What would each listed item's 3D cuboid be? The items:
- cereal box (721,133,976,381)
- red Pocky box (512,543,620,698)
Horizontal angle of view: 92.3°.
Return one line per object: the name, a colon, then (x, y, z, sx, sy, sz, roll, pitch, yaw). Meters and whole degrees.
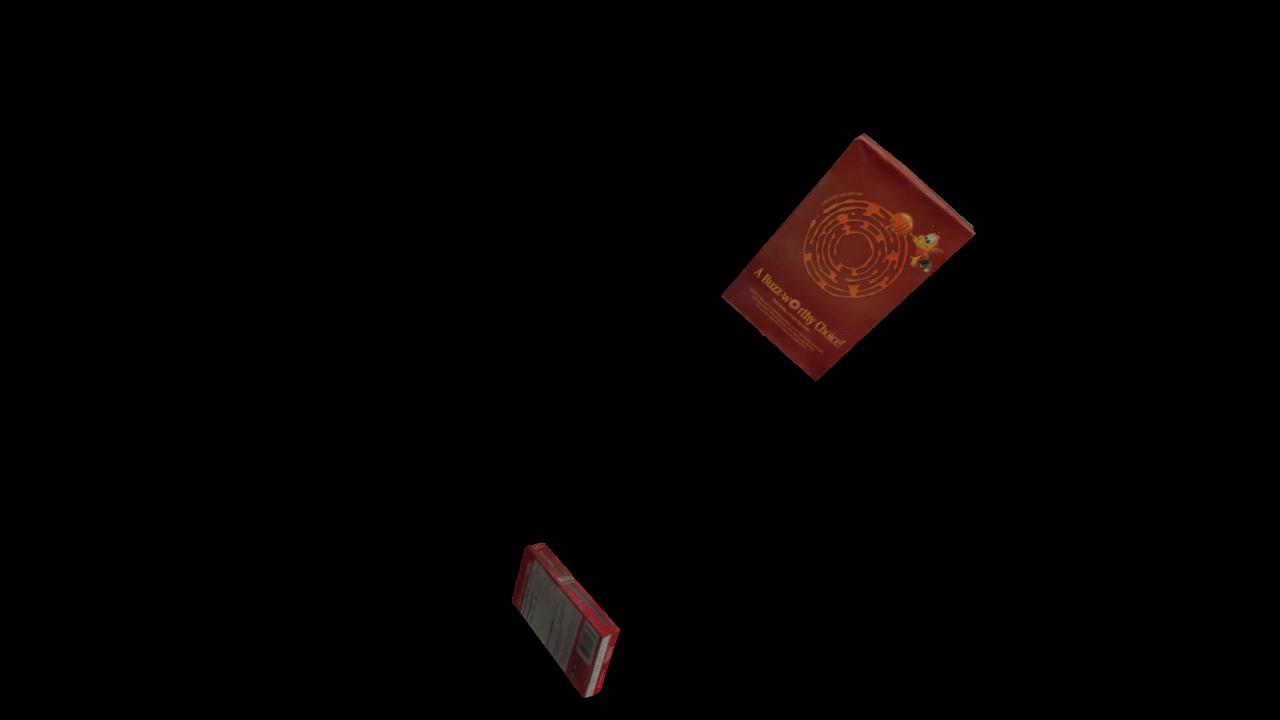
cereal box: (0.294, -0.143, 0.905, 0.203, 0.306, 0.081, 42, 31, 5)
red Pocky box: (-0.085, 0.278, 0.673, 0.028, 0.083, 0.155, 0, 23, -42)
